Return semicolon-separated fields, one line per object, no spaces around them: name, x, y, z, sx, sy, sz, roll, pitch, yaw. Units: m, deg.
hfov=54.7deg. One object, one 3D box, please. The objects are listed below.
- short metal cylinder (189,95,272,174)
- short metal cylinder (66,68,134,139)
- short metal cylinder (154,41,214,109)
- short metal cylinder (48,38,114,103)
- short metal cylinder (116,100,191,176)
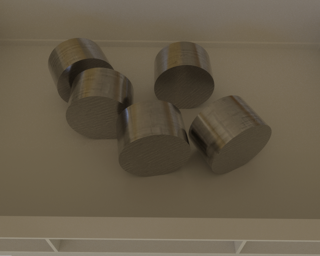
short metal cylinder;0.081;0.008;0.363;0.081;0.080;0.050;-21;54;-17
short metal cylinder;-0.074;-0.029;0.393;0.081;0.080;0.050;-1;50;-2
short metal cylinder;0.032;-0.072;0.430;0.081;0.080;0.050;0;50;-1
short metal cylinder;-0.109;-0.077;0.433;0.081;0.080;0.050;-21;53;-17
short metal cylinder;-0.009;0.013;0.358;0.081;0.080;0.050;-6;51;-6
